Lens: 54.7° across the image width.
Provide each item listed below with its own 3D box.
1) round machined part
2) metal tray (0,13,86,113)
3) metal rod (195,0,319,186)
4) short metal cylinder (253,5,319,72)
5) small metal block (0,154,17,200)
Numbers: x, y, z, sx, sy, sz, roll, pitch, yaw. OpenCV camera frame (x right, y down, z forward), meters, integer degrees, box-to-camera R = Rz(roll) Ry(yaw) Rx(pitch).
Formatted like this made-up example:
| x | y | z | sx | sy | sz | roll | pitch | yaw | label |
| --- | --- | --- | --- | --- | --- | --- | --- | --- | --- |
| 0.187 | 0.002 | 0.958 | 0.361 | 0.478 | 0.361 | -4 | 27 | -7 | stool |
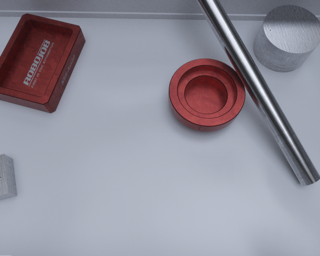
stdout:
| x | y | z | sx | sy | sz | roll | pitch | yaw | label |
| --- | --- | --- | --- | --- | --- | --- | --- | --- | --- |
| 0.060 | -0.040 | 0.416 | 0.099 | 0.042 | 0.098 | 0 | 70 | -1 | round machined part |
| -0.172 | -0.094 | 0.439 | 0.090 | 0.030 | 0.130 | 15 | 70 | 5 | metal tray |
| 0.116 | -0.064 | 0.394 | 0.025 | 0.025 | 0.299 | -29 | 88 | -10 | metal rod |
| 0.181 | -0.127 | 0.445 | 0.081 | 0.050 | 0.080 | 0 | 70 | 0 | short metal cylinder |
| -0.210 | 0.065 | 0.383 | 0.050 | 0.025 | 0.050 | -14 | 71 | -6 | small metal block |
